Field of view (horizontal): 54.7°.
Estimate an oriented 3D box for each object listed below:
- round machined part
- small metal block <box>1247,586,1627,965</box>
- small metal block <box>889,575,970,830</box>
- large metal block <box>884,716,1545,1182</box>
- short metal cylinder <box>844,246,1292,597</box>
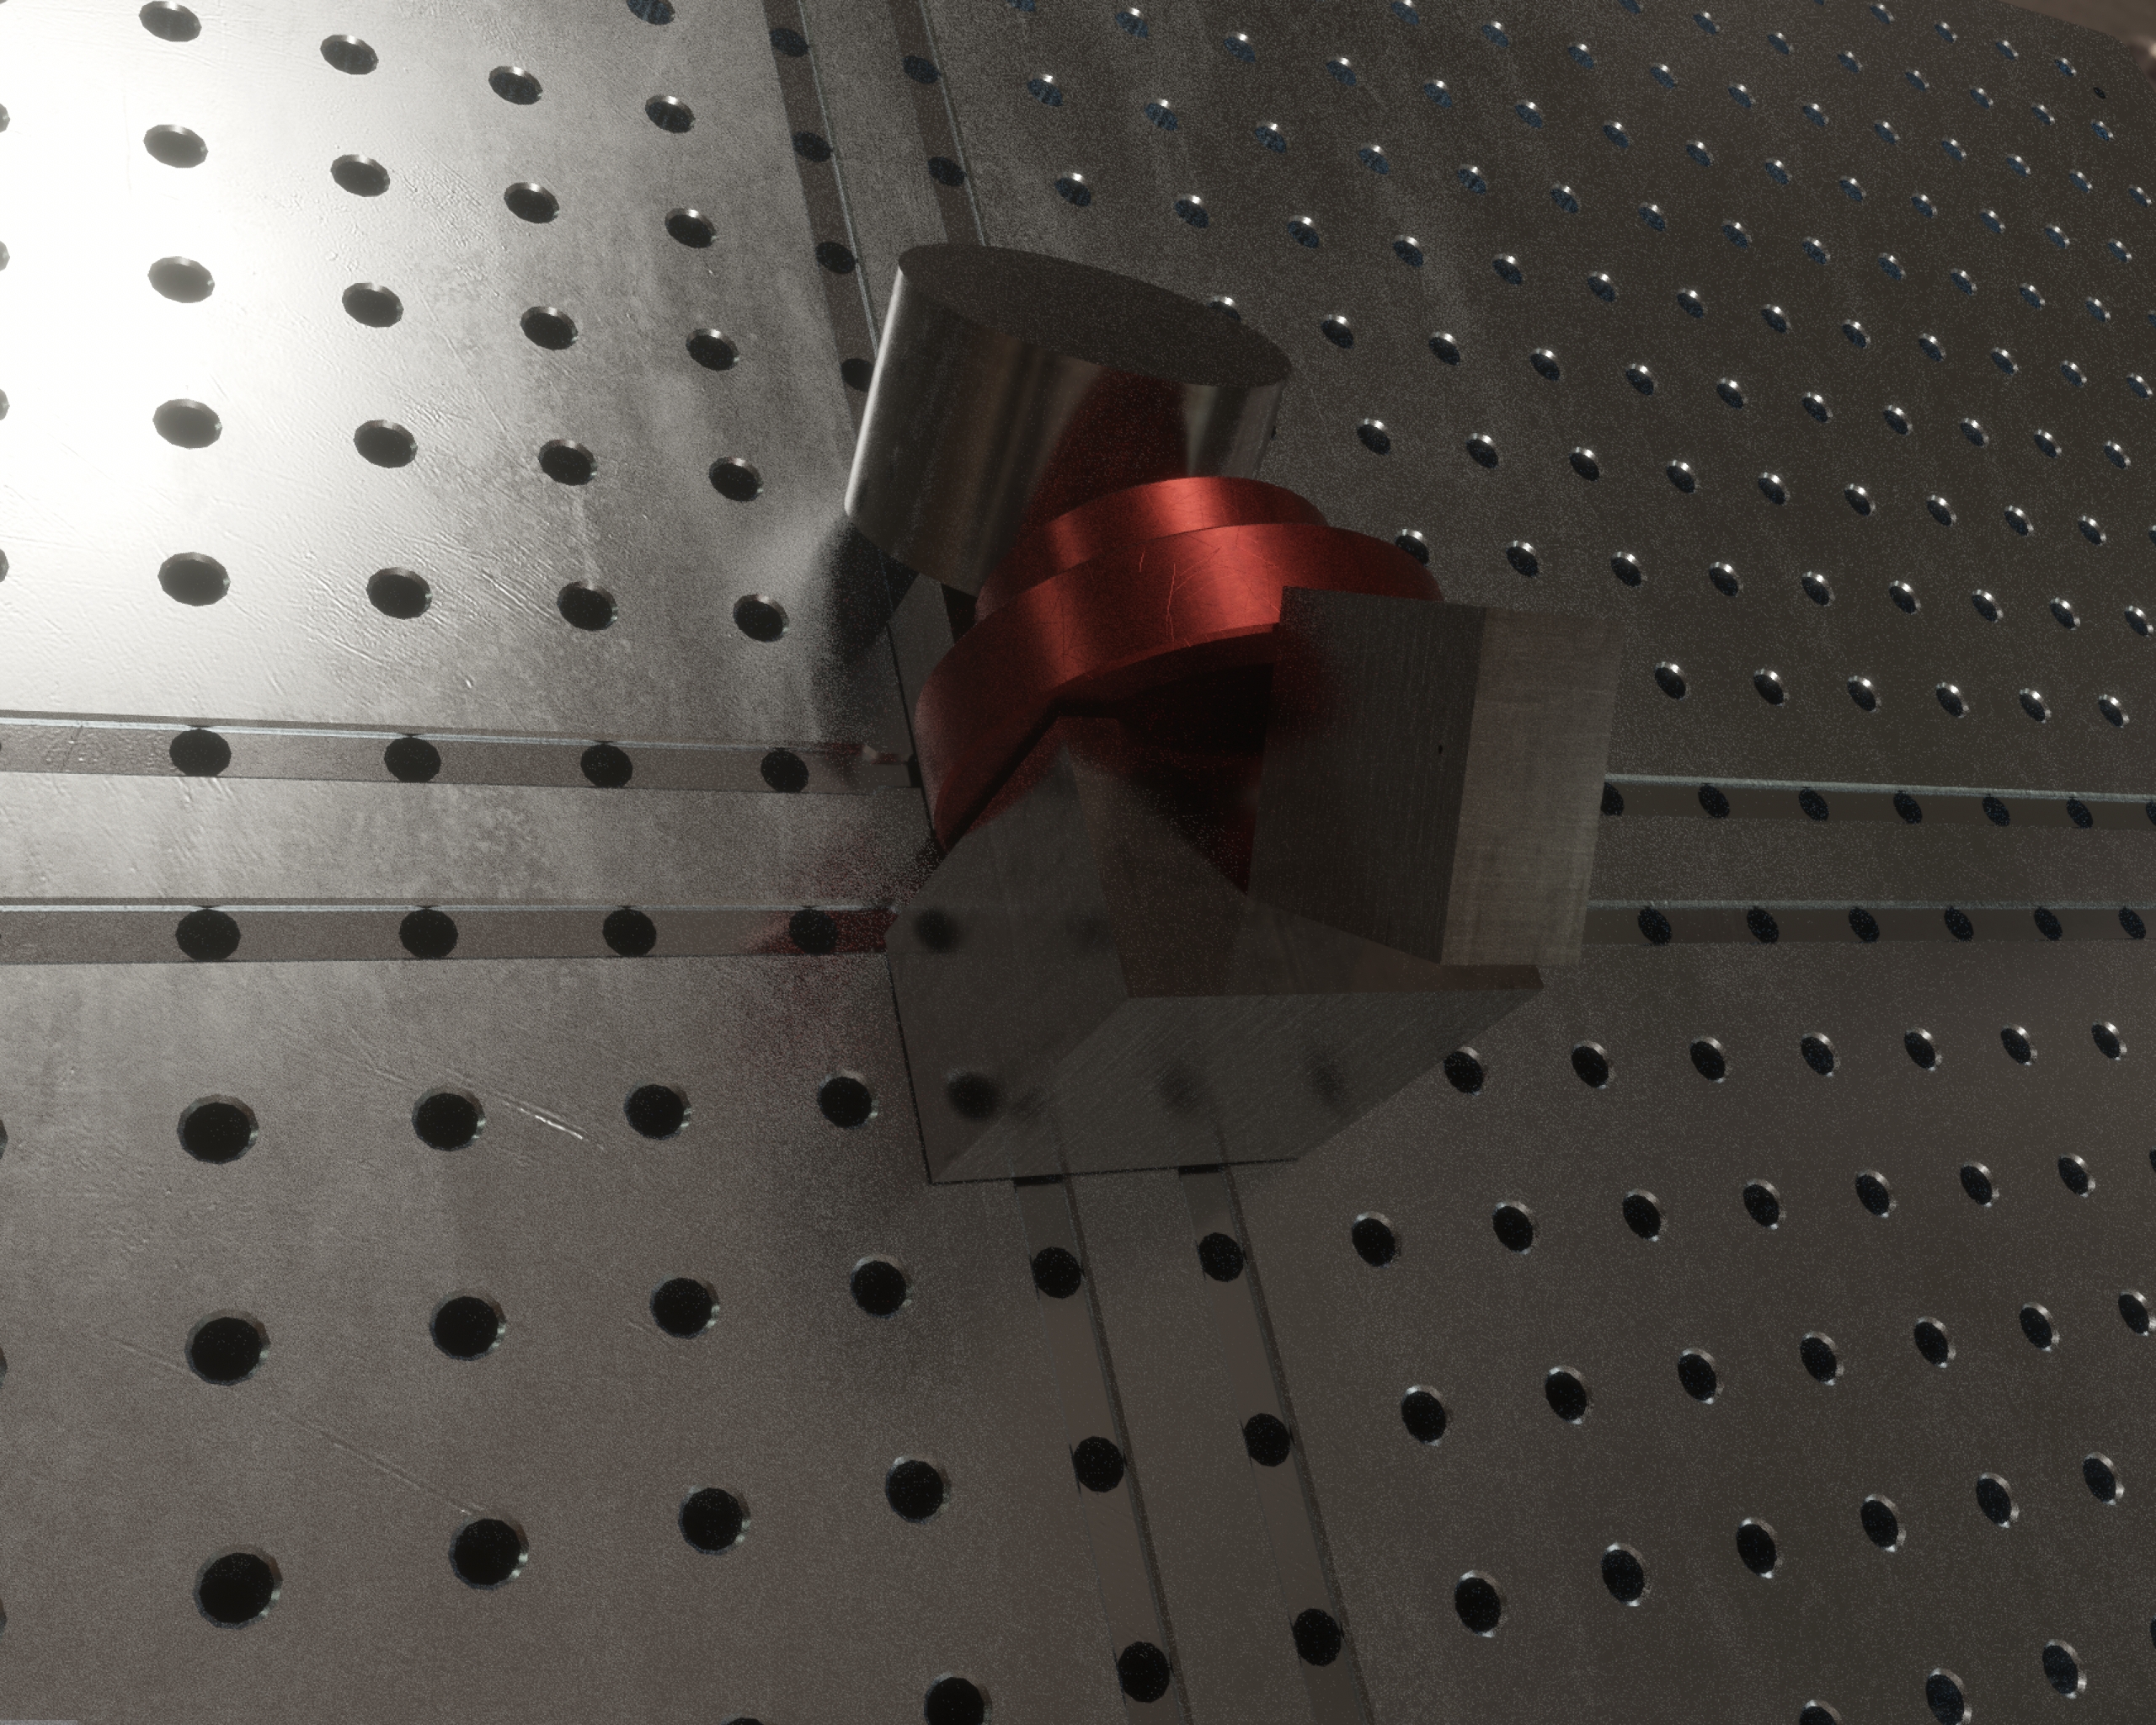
[{"bbox_3d":[0.019,-0.034,0.380,0.099,0.097,0.042,1,62,-28],"label":"round machined part"},{"bbox_3d":[0.052,-0.014,0.314,0.025,0.050,0.050,2,99,-29],"label":"small metal block"},{"bbox_3d":[-0.006,-0.034,0.426,0.050,0.025,0.050,1,61,-28],"label":"small metal block"},{"bbox_3d":[0.021,0.017,0.374,0.081,0.080,0.050,1,62,-28],"label":"large metal block"},{"bbox_3d":[-0.003,-0.088,0.424,0.081,0.050,0.080,14,27,-7],"label":"short metal cylinder"}]
